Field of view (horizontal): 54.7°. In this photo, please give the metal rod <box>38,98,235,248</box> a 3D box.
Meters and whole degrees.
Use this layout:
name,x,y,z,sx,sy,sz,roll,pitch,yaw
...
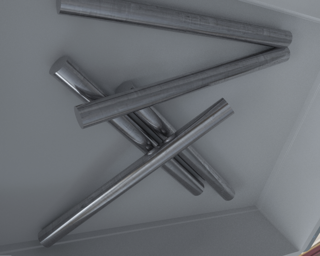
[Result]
name,x,y,z,sx,sy,sz,roll,pitch,yaw
metal rod,-0.035,0.061,0.401,0.300,0.025,0.025,-37,130,6

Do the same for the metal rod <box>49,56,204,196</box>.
name,x,y,z,sx,sy,sz,roll,pitch,yaw
metal rod,-0.021,0.018,0.409,0.025,0.025,0.300,-44,130,2

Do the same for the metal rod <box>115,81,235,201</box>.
name,x,y,z,sx,sy,sz,roll,pitch,yaw
metal rod,0.040,0.036,0.454,0.025,0.025,0.300,-44,130,2

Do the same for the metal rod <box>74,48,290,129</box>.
name,x,y,z,sx,sy,sz,roll,pitch,yaw
metal rod,0.046,-0.058,0.378,0.302,0.025,0.025,-20,127,-24

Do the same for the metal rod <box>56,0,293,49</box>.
name,x,y,z,sx,sy,sz,roll,pitch,yaw
metal rod,0.040,-0.120,0.357,0.303,0.025,0.025,-1,119,-28
